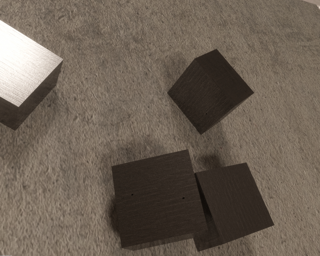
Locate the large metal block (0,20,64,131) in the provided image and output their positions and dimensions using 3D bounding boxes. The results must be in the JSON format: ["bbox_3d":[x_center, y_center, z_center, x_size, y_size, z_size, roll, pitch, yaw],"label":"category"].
[{"bbox_3d":[-0.166,-0.057,0.334,0.080,0.050,0.080,32,51,-8],"label":"large metal block"}]

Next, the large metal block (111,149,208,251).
[{"bbox_3d":[0.000,0.076,0.320,0.080,0.050,0.080,-13,64,2],"label":"large metal block"}]

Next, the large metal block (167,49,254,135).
[{"bbox_3d":[0.069,-0.050,0.438,0.050,0.080,0.080,-32,80,-38],"label":"large metal block"}]

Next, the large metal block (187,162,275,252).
[{"bbox_3d":[0.076,0.093,0.374,0.081,0.050,0.080,-5,65,-31],"label":"large metal block"}]
